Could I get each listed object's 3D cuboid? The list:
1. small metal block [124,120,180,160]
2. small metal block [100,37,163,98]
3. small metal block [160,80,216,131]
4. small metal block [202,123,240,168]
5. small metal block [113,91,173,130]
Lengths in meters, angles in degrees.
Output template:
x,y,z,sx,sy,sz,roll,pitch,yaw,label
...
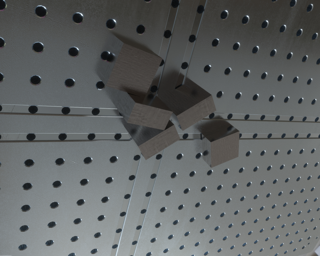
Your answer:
x,y,z,sx,sy,sz,roll,pitch,yaw,label
-0.011,0.006,0.392,0.050,0.050,0.025,-31,129,-8,small metal block
-0.033,-0.067,0.351,0.050,0.025,0.050,14,111,-34,small metal block
0.035,-0.030,0.395,0.050,0.050,0.025,-31,129,-8,small metal block
0.093,0.027,0.478,0.050,0.025,0.050,-19,126,-17,small metal block
-0.021,-0.024,0.368,0.050,0.050,0.025,12,113,-33,small metal block
